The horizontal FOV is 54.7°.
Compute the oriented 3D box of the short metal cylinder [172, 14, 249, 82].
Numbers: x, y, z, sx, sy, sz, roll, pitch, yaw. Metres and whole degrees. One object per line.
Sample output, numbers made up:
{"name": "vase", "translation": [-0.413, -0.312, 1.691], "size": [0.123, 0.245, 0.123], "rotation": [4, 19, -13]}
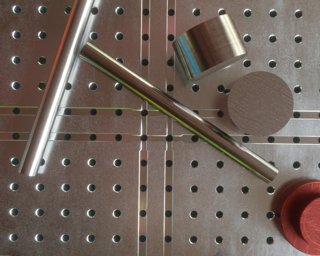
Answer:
{"name": "short metal cylinder", "translation": [0.062, -0.097, 0.386], "size": [0.080, 0.080, 0.050], "rotation": [-24, 90, 0]}

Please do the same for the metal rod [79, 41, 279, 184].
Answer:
{"name": "metal rod", "translation": [0.025, -0.020, 0.413], "size": [0.301, 0.025, 0.025], "rotation": [34, 90, 0]}

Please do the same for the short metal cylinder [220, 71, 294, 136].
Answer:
{"name": "short metal cylinder", "translation": [0.123, -0.030, 0.402], "size": [0.081, 0.050, 0.080], "rotation": [0, 90, 0]}

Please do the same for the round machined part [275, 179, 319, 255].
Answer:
{"name": "round machined part", "translation": [0.208, 0.120, 0.406], "size": [0.099, 0.042, 0.097], "rotation": [0, 90, 0]}

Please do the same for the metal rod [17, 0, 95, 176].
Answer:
{"name": "metal rod", "translation": [-0.129, -0.082, 0.412], "size": [0.025, 0.025, 0.299], "rotation": [18, 90, 0]}
